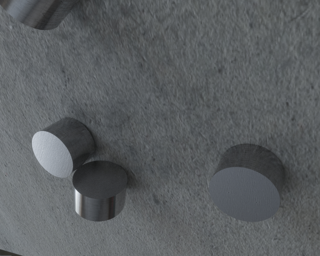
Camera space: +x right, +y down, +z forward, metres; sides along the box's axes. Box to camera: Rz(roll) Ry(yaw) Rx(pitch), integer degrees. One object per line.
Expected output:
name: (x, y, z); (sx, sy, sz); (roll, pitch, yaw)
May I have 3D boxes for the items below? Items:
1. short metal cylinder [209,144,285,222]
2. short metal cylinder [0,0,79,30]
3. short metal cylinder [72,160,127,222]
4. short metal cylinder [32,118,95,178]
short metal cylinder: (0.106, 0.066, 0.375); (0.080, 0.050, 0.079); (13, 124, 20)
short metal cylinder: (-0.133, -0.157, 0.342); (0.050, 0.080, 0.080); (-31, 101, 38)
short metal cylinder: (-0.093, 0.095, 0.477); (0.080, 0.080, 0.050); (21, 126, 15)
short metal cylinder: (-0.150, 0.030, 0.482); (0.080, 0.050, 0.079); (14, 121, 24)
